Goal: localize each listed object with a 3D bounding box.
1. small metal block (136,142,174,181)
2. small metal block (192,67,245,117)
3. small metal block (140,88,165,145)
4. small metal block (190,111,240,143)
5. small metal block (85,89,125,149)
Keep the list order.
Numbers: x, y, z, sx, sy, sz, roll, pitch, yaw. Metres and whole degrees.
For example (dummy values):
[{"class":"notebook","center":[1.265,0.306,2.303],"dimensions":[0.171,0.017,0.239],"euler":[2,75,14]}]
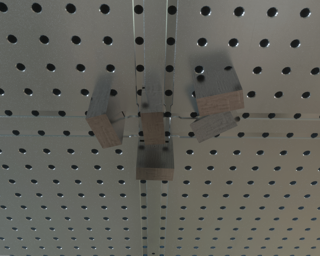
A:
[{"class":"small metal block","center":[-0.007,0.046,0.435],"dimensions":[0.050,0.050,0.025],"euler":[2,130,-3]},{"class":"small metal block","center":[0.067,-0.042,0.360],"dimensions":[0.050,0.050,0.025],"euler":[-11,128,8]},{"class":"small metal block","center":[-0.008,-0.015,0.383],"dimensions":[0.025,0.050,0.050],"euler":[-4,130,3]},{"class":"small metal block","center":[0.070,-0.008,0.386],"dimensions":[0.050,0.050,0.025],"euler":[-27,91,20]},{"class":"small metal block","center":[-0.066,-0.011,0.385],"dimensions":[0.025,0.050,0.050],"euler":[-13,129,10]}]
